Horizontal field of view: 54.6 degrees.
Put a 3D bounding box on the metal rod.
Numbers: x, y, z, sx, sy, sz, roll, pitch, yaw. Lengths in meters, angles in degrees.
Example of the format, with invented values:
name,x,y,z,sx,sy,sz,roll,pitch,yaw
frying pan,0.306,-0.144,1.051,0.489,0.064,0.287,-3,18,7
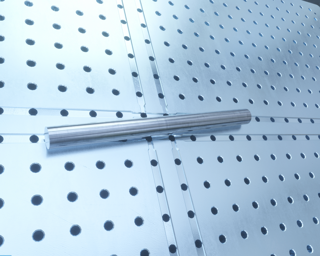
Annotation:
name,x,y,z,sx,sy,sz,roll,pitch,yaw
metal rod,0.007,-0.004,0.413,0.302,0.025,0.025,-6,65,-31
